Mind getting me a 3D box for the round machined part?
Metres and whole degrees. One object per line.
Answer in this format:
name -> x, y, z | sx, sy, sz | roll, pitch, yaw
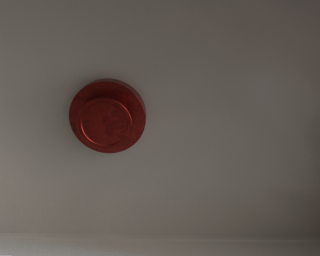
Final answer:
round machined part -> -0.068, -0.011, 0.398 | 0.099, 0.042, 0.097 | 0, 110, 0
